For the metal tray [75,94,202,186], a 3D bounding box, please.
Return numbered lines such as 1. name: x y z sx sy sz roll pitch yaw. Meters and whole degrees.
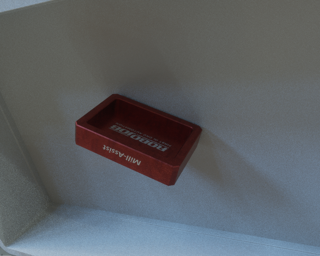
1. metal tray: -0.024 0.009 0.379 0.130 0.090 0.030 22 127 13
